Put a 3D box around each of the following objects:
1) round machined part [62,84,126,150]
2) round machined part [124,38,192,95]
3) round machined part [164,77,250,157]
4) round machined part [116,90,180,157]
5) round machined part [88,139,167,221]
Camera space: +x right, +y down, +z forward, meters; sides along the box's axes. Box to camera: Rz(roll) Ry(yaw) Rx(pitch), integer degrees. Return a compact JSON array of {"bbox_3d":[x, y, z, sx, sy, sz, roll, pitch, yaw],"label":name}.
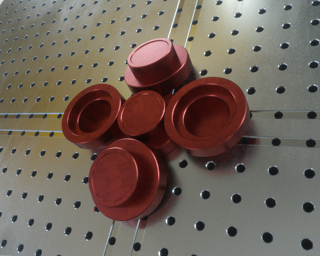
[{"bbox_3d":[-0.089,-0.013,0.450,0.098,0.042,0.098,-13,56,20],"label":"round machined part"},{"bbox_3d":[-0.007,-0.091,0.441,0.098,0.042,0.098,-16,41,15],"label":"round machined part"},{"bbox_3d":[0.058,-0.010,0.371,0.098,0.042,0.098,-13,56,20],"label":"round machined part"},{"bbox_3d":[-0.016,-0.011,0.410,0.098,0.042,0.098,-13,56,20],"label":"round machined part"},{"bbox_3d":[-0.045,0.060,0.368,0.098,0.042,0.098,-8,73,26],"label":"round machined part"}]
